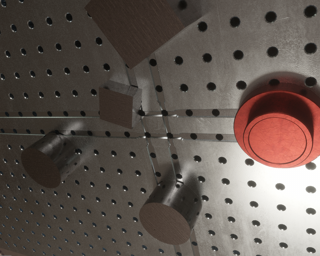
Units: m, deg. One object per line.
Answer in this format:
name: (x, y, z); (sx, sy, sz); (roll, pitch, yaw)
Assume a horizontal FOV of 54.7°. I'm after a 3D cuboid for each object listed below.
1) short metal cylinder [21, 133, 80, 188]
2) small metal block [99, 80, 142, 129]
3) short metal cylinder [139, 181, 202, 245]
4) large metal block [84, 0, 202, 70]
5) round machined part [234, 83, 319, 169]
short metal cylinder: (-0.184, 0.054, 0.523); (0.080, 0.050, 0.079); (13, 124, 20)
small metal block: (-0.054, -0.032, 0.418); (0.050, 0.025, 0.050); (18, 125, 17)
short metal cylinder: (0.016, 0.126, 0.463); (0.080, 0.050, 0.079); (13, 124, 21)
large metal block: (-0.018, -0.122, 0.328); (0.080, 0.050, 0.080); (-29, 103, 37)
round machined part: (0.129, 0.004, 0.335); (0.098, 0.042, 0.097); (13, 124, 20)
